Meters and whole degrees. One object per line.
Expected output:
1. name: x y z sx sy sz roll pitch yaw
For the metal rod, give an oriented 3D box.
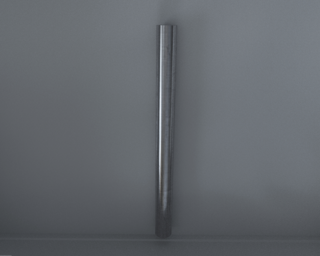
1. metal rod: 0.007 0.018 0.417 0.025 0.025 0.298 1 110 0
